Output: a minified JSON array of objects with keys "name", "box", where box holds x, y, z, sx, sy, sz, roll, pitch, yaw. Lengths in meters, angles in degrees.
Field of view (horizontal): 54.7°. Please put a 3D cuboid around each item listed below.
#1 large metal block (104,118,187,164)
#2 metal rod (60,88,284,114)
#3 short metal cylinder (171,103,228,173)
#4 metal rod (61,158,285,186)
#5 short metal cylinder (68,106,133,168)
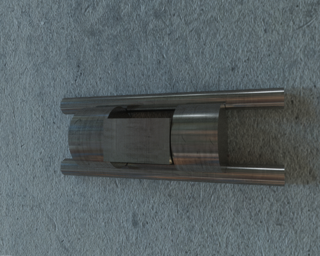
[{"name":"large metal block","box":[-0.014,0.014,0.383,0.080,0.080,0.050,0,90,20]},{"name":"metal rod","box":[0.002,-0.033,0.410,0.301,0.025,0.025,0,90,19]},{"name":"short metal cylinder","box":[0.049,0.012,0.363,0.050,0.080,0.080,-1,90,20]},{"name":"metal rod","box":[0.002,0.056,0.409,0.301,0.025,0.025,0,90,19]},{"name":"short metal cylinder","box":[-0.075,0.012,0.407,0.050,0.080,0.080,-1,90,20]}]
